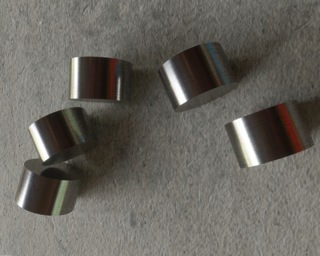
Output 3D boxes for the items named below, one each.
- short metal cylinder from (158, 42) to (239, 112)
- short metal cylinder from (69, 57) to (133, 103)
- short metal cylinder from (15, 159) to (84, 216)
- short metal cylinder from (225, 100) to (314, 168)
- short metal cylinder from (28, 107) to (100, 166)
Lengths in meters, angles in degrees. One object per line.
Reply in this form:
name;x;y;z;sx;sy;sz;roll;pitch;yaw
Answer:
short metal cylinder;0.044;-0.057;0.364;0.080;0.080;0.050;-25;82;18
short metal cylinder;-0.077;-0.060;0.406;0.080;0.080;0.050;2;91;19
short metal cylinder;-0.153;0.080;0.432;0.080;0.080;0.050;19;97;18
short metal cylinder;0.117;0.007;0.338;0.080;0.080;0.050;-21;83;18
short metal cylinder;-0.130;0.012;0.424;0.080;0.080;0.050;-28;81;17
